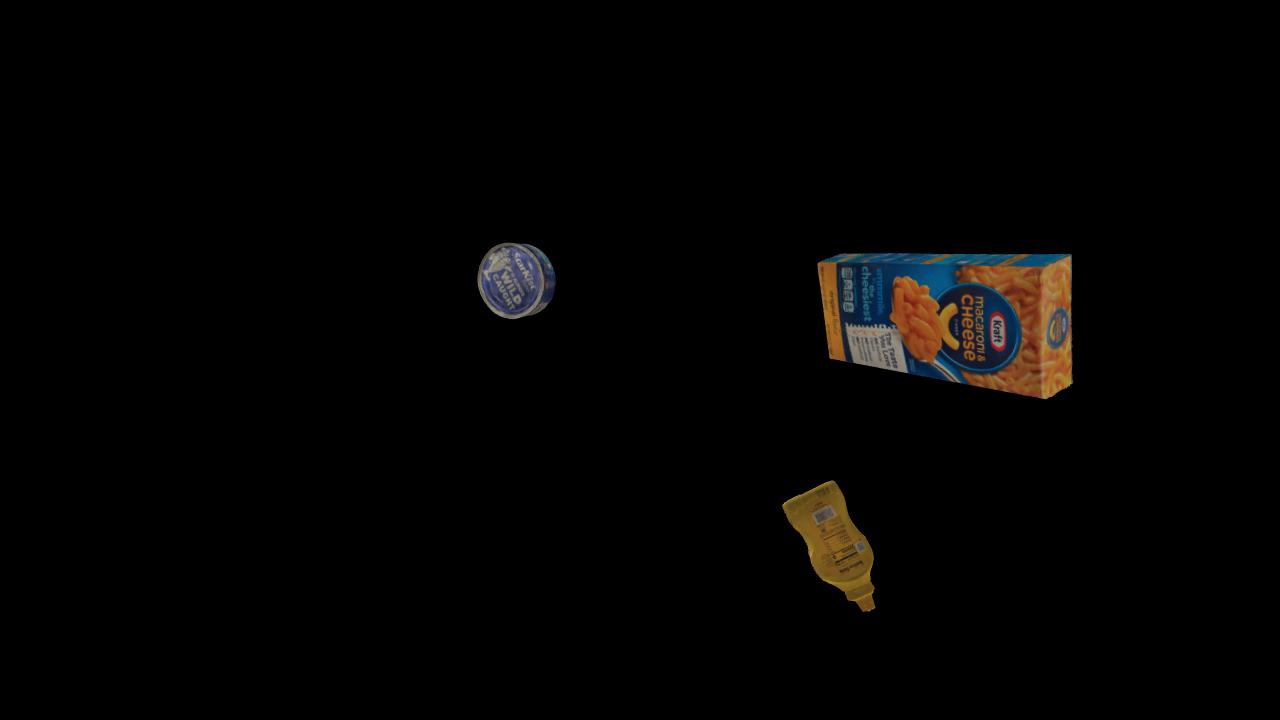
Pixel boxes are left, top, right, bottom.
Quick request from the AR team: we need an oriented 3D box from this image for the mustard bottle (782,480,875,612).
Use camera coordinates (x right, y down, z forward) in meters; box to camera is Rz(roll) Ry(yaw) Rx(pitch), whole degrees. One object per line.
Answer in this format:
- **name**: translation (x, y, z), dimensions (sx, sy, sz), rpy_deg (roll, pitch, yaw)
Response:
- **mustard bottle**: translation (0.291, 0.279, 0.906), dimensions (0.092, 0.184, 0.054), rpy_deg (-21, -20, -11)

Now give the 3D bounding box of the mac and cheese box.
- **mac and cheese box**: translation (0.224, -0.034, 0.475), dimensions (0.041, 0.093, 0.184), rpy_deg (-19, 18, -28)

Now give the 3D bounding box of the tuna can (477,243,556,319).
- **tuna can**: translation (-0.138, -0.090, 0.694), dimensions (0.084, 0.084, 0.034), rpy_deg (0, 9, 20)
